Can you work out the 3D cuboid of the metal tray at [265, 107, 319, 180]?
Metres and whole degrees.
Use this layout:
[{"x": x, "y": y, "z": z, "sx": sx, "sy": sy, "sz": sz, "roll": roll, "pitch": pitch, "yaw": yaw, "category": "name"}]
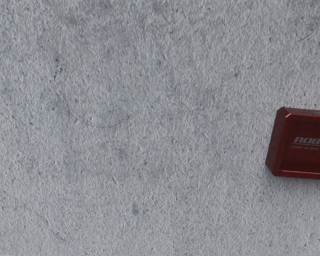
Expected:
[{"x": 0.219, "y": 0.024, "z": 0.417, "sx": 0.131, "sy": 0.030, "sz": 0.089, "roll": 5, "pitch": 110, "yaw": -2, "category": "metal tray"}]
